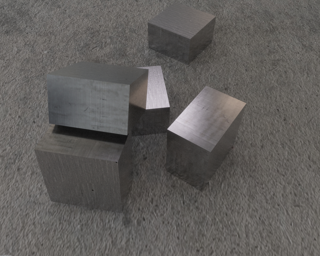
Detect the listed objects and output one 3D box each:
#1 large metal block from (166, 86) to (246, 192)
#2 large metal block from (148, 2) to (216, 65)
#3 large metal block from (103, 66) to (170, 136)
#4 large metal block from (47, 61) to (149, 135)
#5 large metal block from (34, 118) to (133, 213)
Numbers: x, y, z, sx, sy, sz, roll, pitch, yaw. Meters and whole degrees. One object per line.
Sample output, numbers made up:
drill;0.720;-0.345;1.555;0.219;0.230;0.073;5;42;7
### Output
large metal block;0.051;0.012;0.357;0.050;0.080;0.080;28;56;21
large metal block;0.036;-0.161;0.522;0.080;0.050;0.080;29;56;22
large metal block;-0.033;-0.036;0.417;0.081;0.050;0.080;-6;50;-5
large metal block;-0.062;-0.036;0.330;0.080;0.050;0.080;8;22;8
large metal block;-0.075;0.040;0.328;0.080;0.079;0.050;8;41;6
